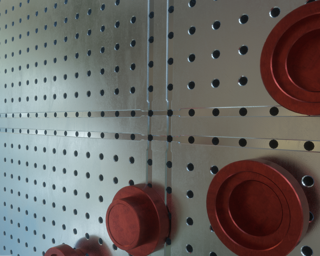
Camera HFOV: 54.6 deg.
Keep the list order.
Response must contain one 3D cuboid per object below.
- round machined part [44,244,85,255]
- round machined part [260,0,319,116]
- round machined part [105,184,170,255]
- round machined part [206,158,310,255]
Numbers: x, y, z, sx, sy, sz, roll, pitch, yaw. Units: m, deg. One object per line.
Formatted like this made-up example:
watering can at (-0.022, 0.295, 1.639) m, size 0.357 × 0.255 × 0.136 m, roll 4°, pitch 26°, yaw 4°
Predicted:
round machined part at (-0.157, 0.248, 0.530) m, size 0.098 × 0.042 × 0.097 m, roll 0°, pitch 90°, yaw 40°
round machined part at (0.145, -0.060, 0.279) m, size 0.098 × 0.042 × 0.097 m, roll 0°, pitch 90°, yaw 40°
round machined part at (-0.038, 0.129, 0.431) m, size 0.098 × 0.042 × 0.097 m, roll 0°, pitch 90°, yaw 40°
round machined part at (0.100, 0.080, 0.316) m, size 0.098 × 0.042 × 0.097 m, roll 0°, pitch 90°, yaw 40°
